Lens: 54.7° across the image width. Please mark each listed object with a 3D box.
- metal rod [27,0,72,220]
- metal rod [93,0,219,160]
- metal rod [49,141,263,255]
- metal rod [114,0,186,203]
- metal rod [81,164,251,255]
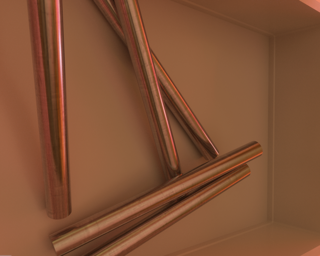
[{"bbox_3d":[-0.091,-0.046,0.257,0.025,0.025,0.298,-18,125,-39],"label":"metal rod"},{"bbox_3d":[-0.001,-0.066,0.407,0.025,0.025,0.300,-52,121,-27],"label":"metal rod"},{"bbox_3d":[0.016,0.076,0.388,0.302,0.025,0.025,-20,103,-28],"label":"metal rod"},{"bbox_3d":[-0.005,-0.024,0.384,0.025,0.025,0.298,-31,115,-36],"label":"metal rod"},{"bbox_3d":[0.003,0.113,0.385,0.302,0.025,0.025,-23,105,-29],"label":"metal rod"}]
